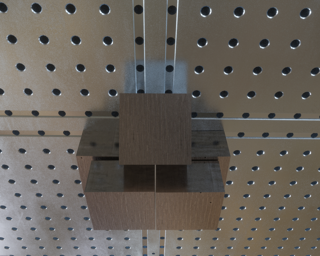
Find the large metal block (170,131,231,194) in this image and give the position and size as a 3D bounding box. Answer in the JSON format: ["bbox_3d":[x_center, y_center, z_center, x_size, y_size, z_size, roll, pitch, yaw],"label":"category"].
[{"bbox_3d":[0.050,0.051,0.439,0.081,0.050,0.079,-1,130,0],"label":"large metal block"}]

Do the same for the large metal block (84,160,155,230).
[{"bbox_3d":[-0.047,0.087,0.400,0.081,0.050,0.079,0,130,-1],"label":"large metal block"}]

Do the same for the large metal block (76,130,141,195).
[{"bbox_3d":[-0.068,0.050,0.438,0.081,0.050,0.079,1,130,-2],"label":"large metal block"}]

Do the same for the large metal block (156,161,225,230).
[{"bbox_3d":[0.035,0.089,0.403,0.081,0.050,0.079,0,130,-1],"label":"large metal block"}]

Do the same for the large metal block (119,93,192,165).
[{"bbox_3d":[-0.005,0.002,0.370,0.081,0.050,0.080,0,88,-1],"label":"large metal block"}]
